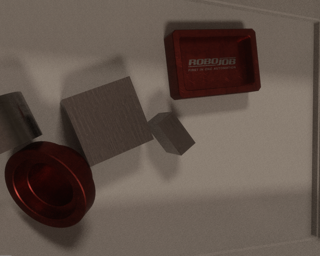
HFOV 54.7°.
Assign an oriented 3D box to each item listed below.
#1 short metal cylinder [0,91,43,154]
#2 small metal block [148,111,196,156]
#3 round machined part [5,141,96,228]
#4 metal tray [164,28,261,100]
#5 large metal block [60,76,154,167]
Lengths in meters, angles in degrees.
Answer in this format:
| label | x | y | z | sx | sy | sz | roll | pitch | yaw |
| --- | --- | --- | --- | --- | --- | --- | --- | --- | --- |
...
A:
| label | x | y | z | sx | sy | sz | roll | pitch | yaw |
| --- | --- | --- | --- | --- | --- | --- | --- | --- | --- |
| short metal cylinder | -0.171 | 0.001 | 0.318 | 0.081 | 0.080 | 0.050 | -26 | 99 | -18 |
| small metal block | 0.012 | 0.007 | 0.403 | 0.025 | 0.050 | 0.050 | -40 | 103 | -16 |
| round machined part | -0.115 | 0.057 | 0.341 | 0.098 | 0.042 | 0.097 | 7 | 116 | 16 |
| metal tray | 0.076 | -0.090 | 0.437 | 0.131 | 0.030 | 0.089 | -8 | 93 | -20 |
| large metal block | -0.065 | -0.009 | 0.374 | 0.081 | 0.050 | 0.080 | -23 | 98 | -19 |
